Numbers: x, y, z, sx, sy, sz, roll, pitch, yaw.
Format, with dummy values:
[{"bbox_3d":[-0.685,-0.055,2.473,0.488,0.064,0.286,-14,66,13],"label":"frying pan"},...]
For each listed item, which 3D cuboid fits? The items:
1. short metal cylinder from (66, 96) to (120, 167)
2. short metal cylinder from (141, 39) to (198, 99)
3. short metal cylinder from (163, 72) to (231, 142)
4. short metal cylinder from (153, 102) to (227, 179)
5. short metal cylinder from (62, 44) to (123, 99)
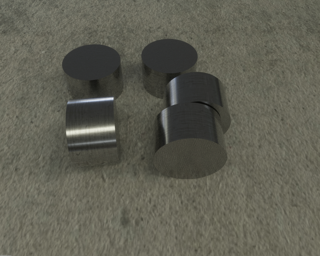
[{"bbox_3d":[-0.075,0.004,0.363,0.050,0.080,0.080,-5,50,-5],"label":"short metal cylinder"},{"bbox_3d":[0.014,-0.088,0.461,0.081,0.050,0.080,0,50,0],"label":"short metal cylinder"},{"bbox_3d":[0.044,-0.023,0.388,0.081,0.080,0.050,0,50,-1],"label":"short metal cylinder"},{"bbox_3d":[0.033,0.016,0.354,0.081,0.080,0.050,0,50,-1],"label":"short metal cylinder"},{"bbox_3d":[-0.096,-0.077,0.451,0.081,0.050,0.080,0,50,0],"label":"short metal cylinder"}]
